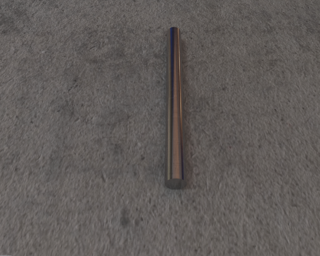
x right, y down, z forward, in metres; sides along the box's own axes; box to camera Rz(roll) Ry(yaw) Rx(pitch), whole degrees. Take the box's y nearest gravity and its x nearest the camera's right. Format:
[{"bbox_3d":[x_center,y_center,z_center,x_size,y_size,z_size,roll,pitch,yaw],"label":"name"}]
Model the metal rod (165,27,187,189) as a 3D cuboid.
[{"bbox_3d":[0.021,-0.051,0.446,0.025,0.025,0.300,1,50,1],"label":"metal rod"}]
